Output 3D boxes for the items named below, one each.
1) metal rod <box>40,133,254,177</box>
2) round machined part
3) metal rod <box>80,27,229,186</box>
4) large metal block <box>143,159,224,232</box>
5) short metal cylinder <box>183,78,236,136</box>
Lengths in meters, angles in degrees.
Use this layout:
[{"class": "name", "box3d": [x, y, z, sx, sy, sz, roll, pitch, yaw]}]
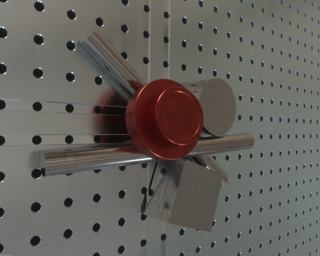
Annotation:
[{"class": "metal rod", "box3d": [0.008, 0.028, 0.394, 0.303, 0.025, 0.025, -4, 93, -33]}, {"class": "round machined part", "box3d": [0.013, -0.011, 0.367, 0.099, 0.042, 0.097, 7, 78, -33]}, {"class": "metal rod", "box3d": [0.010, -0.010, 0.420, 0.300, 0.025, 0.025, 46, 62, -31]}, {"class": "large metal block", "box3d": [0.034, 0.090, 0.421, 0.080, 0.050, 0.080, 26, 74, -38]}, {"class": "short metal cylinder", "box3d": [0.065, -0.029, 0.449, 0.081, 0.050, 0.079, 0, 90, -40]}]
